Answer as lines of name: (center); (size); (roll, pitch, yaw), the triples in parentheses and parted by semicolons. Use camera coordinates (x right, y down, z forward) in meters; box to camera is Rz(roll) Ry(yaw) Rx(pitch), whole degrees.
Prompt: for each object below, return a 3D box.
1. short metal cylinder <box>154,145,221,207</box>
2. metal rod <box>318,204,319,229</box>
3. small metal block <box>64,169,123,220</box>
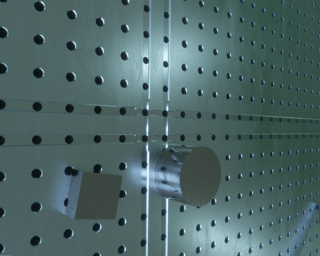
short metal cylinder: (0.039, 0.064, 0.428); (0.081, 0.050, 0.079); (0, 90, -40)
metal rod: (0.374, 0.318, 0.680); (0.025, 0.025, 0.299); (30, 57, -36)
small metal block: (-0.074, 0.075, 0.349); (0.050, 0.025, 0.050); (15, 81, -39)
